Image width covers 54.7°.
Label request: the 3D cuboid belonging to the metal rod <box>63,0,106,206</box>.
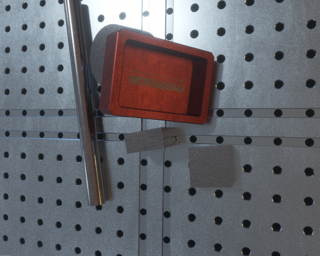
[{"bbox_3d":[-0.110,-0.039,0.449,0.025,0.025,0.298,-8,87,19],"label":"metal rod"}]

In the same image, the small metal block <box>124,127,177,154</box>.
[{"bbox_3d":[-0.011,0.016,0.402,0.050,0.050,0.025,-11,87,19],"label":"small metal block"}]

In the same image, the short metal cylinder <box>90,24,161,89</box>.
[{"bbox_3d":[-0.045,-0.090,0.401,0.080,0.050,0.079,5,99,38],"label":"short metal cylinder"}]

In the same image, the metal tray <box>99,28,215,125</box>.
[{"bbox_3d":[0.000,-0.054,0.361,0.030,0.131,0.089,10,94,58],"label":"metal tray"}]

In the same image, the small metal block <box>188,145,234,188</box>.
[{"bbox_3d":[0.064,0.048,0.389,0.050,0.025,0.050,-4,89,19],"label":"small metal block"}]
